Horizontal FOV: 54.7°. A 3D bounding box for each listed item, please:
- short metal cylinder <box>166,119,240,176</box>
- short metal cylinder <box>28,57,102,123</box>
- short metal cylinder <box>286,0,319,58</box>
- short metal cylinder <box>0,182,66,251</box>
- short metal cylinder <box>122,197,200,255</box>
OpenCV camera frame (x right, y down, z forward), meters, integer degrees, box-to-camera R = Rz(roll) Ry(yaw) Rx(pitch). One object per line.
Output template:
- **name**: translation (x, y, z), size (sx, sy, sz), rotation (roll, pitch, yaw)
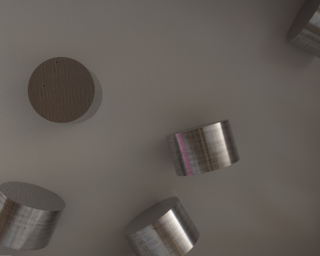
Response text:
- **short metal cylinder**: translation (0.053, 0.023, 0.384), size (0.080, 0.080, 0.050), rotation (-15, 90, 0)
- **short metal cylinder**: translation (-0.119, -0.046, 0.398), size (0.081, 0.050, 0.080), rotation (0, 90, 0)
- **short metal cylinder**: translation (0.204, -0.132, 0.385), size (0.050, 0.080, 0.080), rotation (27, 90, 0)
- **short metal cylinder**: translation (-0.166, 0.106, 0.383), size (0.080, 0.080, 0.050), rotation (23, 90, 0)
- **short metal cylinder**: translation (0.001, 0.129, 0.384), size (0.080, 0.080, 0.050), rotation (-31, 90, 0)
